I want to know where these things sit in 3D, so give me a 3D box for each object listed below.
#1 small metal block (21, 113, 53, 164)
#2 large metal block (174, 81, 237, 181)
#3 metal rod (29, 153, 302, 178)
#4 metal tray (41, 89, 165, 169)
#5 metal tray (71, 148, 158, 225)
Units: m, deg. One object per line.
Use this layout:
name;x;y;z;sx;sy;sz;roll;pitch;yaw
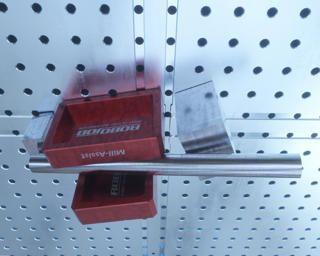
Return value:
small metal block;-0.151;0.016;0.406;0.025;0.050;0.050;-6;130;5
large metal block;0.057;0.003;0.378;0.050;0.080;0.080;-18;128;14
metal rod;-0.005;0.041;0.347;0.301;0.025;0.025;-1;131;12
metal tray;-0.061;-0.001;0.366;0.131;0.090;0.030;-7;131;5
metal tray;-0.050;0.052;0.386;0.090;0.130;0.030;-7;130;5
